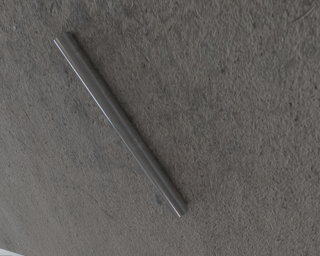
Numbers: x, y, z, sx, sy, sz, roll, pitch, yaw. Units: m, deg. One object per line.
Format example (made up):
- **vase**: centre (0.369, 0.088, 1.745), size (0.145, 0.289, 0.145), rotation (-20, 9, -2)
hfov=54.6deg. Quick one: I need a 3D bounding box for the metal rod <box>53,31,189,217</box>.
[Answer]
- **metal rod**: centre (-0.047, 0.004, 0.434), size (0.025, 0.025, 0.299), rotation (-23, 106, 36)
